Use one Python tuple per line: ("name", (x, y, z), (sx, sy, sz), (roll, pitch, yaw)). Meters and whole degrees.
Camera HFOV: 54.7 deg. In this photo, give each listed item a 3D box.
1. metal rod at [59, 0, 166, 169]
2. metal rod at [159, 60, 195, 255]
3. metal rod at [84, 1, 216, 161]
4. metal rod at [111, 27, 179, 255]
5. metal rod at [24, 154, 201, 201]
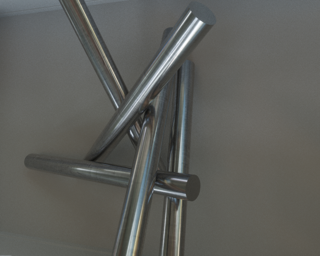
("metal rod", (-0.056, -0.053, 0.368), (0.025, 0.025, 0.299), (-20, 108, 19))
("metal rod", (0.019, 0.054, 0.339), (0.025, 0.025, 0.299), (-4, 64, 20))
("metal rod", (-0.038, -0.013, 0.345), (0.025, 0.025, 0.298), (55, 137, 11))
("metal rod", (-0.008, 0.002, 0.327), (0.025, 0.025, 0.300), (-2, 55, 20))
("metal rod", (-0.084, 0.054, 0.387), (0.300, 0.025, 0.025), (1, 91, 40))
